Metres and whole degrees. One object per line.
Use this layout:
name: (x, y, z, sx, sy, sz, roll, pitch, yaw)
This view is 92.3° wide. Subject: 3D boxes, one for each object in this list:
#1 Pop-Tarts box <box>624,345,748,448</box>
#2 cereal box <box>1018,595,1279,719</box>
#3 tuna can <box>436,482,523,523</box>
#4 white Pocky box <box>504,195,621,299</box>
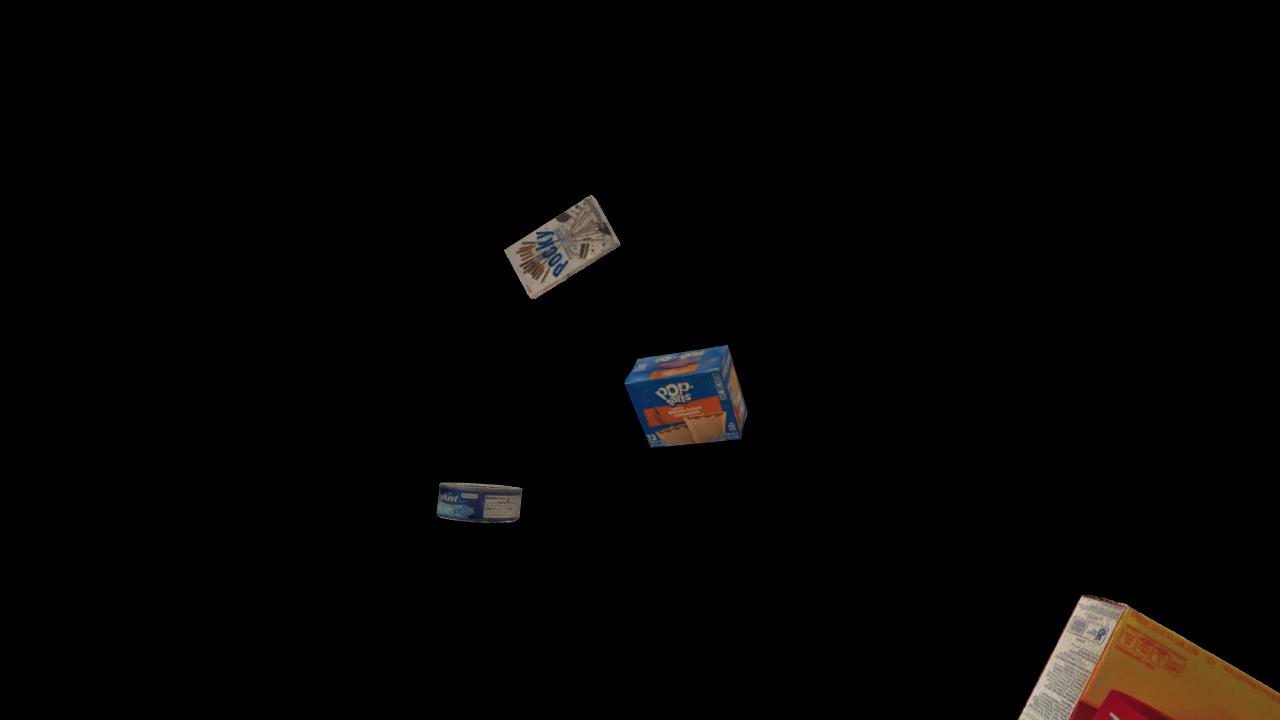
Pop-Tarts box: (0.081, 0.065, 1.043, 0.167, 0.141, 0.083, -9, 29, 22)
cereal box: (0.386, 0.372, 0.468, 0.203, 0.306, 0.081, 31, -7, 13)
tuna can: (-0.163, 0.145, 0.627, 0.084, 0.034, 0.084, 4, -10, 1)
white Pocky box: (-0.112, -0.162, 0.889, 0.154, 0.084, 0.028, -30, -6, 10)
